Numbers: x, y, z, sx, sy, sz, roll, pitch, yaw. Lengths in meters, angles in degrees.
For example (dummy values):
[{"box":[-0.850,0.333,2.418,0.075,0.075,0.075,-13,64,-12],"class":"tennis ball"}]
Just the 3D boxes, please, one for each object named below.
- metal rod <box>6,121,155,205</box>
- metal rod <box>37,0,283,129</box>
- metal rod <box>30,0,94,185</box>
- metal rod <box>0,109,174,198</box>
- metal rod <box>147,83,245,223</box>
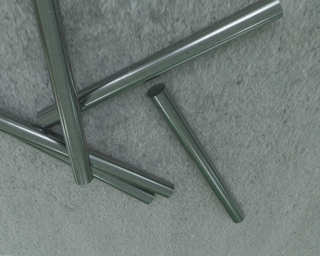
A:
[{"box":[-0.130,0.038,0.437,0.301,0.025,0.025,33,122,-26],"class":"metal rod"},{"box":[-0.016,-0.066,0.350,0.300,0.025,0.025,-23,127,17],"class":"metal rod"},{"box":[-0.106,-0.058,0.331,0.025,0.025,0.298,-2,123,1],"class":"metal rod"},{"box":[-0.104,0.037,0.423,0.301,0.025,0.025,28,125,-27],"class":"metal rod"},{"box":[0.066,0.055,0.454,0.025,0.025,0.300,-22,127,17],"class":"metal rod"}]
